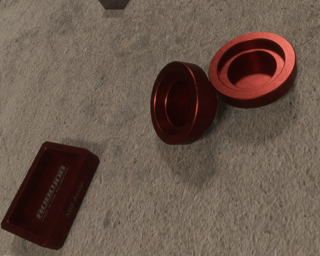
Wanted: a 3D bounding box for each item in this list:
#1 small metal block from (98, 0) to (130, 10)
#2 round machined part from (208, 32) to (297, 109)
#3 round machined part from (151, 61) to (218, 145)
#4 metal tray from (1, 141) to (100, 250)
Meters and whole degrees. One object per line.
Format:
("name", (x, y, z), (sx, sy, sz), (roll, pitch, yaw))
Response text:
("small metal block", (-0.084, -0.259, 0.605), (0.050, 0.025, 0.050), (14, 69, 33))
("round machined part", (0.112, -0.064, 0.373), (0.098, 0.042, 0.098), (-13, 56, 20))
("round machined part", (0.031, -0.029, 0.372), (0.098, 0.042, 0.097), (-3, 86, 58))
("metal tray", (-0.148, 0.087, 0.422), (0.090, 0.030, 0.130), (7, 65, 31))
